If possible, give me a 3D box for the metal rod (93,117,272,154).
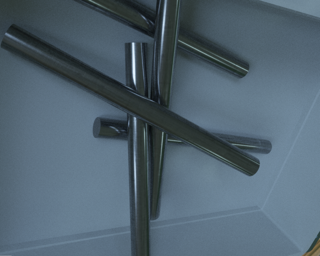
[{"bbox_3d":[0.052,0.016,0.446,0.302,0.025,0.025,7,115,-32],"label":"metal rod"}]

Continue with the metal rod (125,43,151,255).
[{"bbox_3d":[-0.025,0.052,0.372,0.025,0.025,0.298,-7,104,-25],"label":"metal rod"}]

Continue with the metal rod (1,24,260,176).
[{"bbox_3d":[-0.013,-0.018,0.331,0.301,0.025,0.025,28,104,-19],"label":"metal rod"}]

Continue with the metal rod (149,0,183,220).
[{"bbox_3d":[-0.001,-0.006,0.370,0.025,0.025,0.298,-9,123,-24],"label":"metal rod"}]

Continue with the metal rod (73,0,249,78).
[{"bbox_3d":[-0.009,-0.112,0.334,0.302,0.025,0.025,15,110,-35],"label":"metal rod"}]
